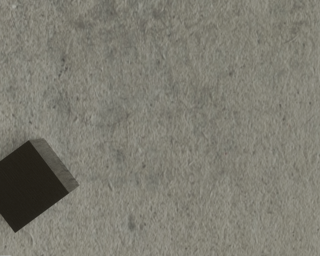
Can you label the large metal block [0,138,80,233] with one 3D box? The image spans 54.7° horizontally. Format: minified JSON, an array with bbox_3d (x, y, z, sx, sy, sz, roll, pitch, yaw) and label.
[{"bbox_3d":[-0.165,0.070,0.395,0.080,0.050,0.080,-37,90,0],"label":"large metal block"}]
